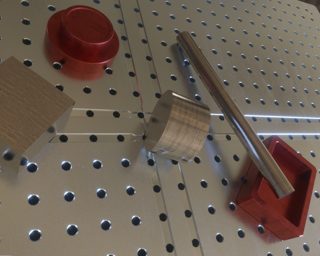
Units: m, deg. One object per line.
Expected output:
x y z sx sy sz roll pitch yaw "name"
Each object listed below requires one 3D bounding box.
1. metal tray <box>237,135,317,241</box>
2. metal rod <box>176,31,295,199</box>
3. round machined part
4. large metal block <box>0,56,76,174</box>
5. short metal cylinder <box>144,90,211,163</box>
0.174 0.082 0.450 0.090 0.030 0.131 39 51 -2 "metal tray"
0.100 -0.034 0.462 0.025 0.025 0.299 -10 60 -33 "metal rod"
-0.102 -0.127 0.421 0.099 0.042 0.098 14 56 -21 "round machined part"
-0.150 -0.014 0.321 0.080 0.050 0.080 37 51 -4 "large metal block"
0.020 -0.001 0.386 0.050 0.080 0.080 20 54 -17 "short metal cylinder"
